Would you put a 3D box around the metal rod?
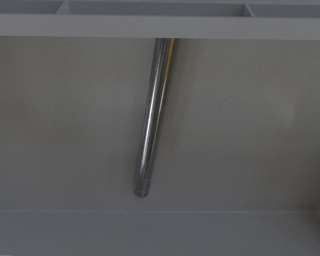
[{"bbox_3d":[-0.008,-0.012,0.398,0.025,0.025,0.298,6,130,-6],"label":"metal rod"}]
